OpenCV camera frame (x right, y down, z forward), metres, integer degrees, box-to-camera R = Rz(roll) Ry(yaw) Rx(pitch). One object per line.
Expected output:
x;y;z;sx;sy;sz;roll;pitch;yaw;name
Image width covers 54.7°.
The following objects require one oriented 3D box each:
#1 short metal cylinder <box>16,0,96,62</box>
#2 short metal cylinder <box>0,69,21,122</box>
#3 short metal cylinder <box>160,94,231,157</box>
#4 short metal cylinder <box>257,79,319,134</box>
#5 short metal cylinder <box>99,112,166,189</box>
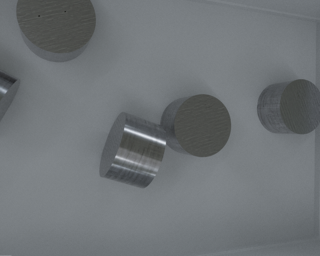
-0.118;-0.120;0.354;0.081;0.050;0.080;0;90;-20;short metal cylinder
-0.186;-0.028;0.313;0.050;0.080;0.080;30;80;-18;short metal cylinder
0.047;-0.003;0.414;0.081;0.050;0.080;0;90;-20;short metal cylinder
0.197;-0.031;0.469;0.081;0.050;0.080;0;90;-20;short metal cylinder
-0.034;0.026;0.369;0.050;0.080;0.080;20;83;-19;short metal cylinder
